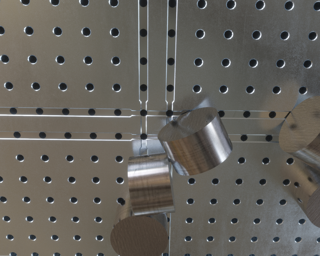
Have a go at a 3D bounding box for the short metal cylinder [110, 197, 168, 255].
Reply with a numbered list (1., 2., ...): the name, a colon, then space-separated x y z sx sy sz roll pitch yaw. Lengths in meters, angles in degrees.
1. short metal cylinder: -0.029 0.147 0.454 0.081 0.050 0.079 0 110 0

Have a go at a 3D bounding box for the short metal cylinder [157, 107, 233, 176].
1. short metal cylinder: 0.044 0.015 0.390 0.080 0.080 0.050 -25 108 9

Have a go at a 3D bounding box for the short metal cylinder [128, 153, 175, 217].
1. short metal cylinder: -0.010 0.074 0.411 0.050 0.080 0.079 -8 110 3

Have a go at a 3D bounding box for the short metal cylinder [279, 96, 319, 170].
1. short metal cylinder: 0.198 0.007 0.388 0.050 0.080 0.080 29 108 -10

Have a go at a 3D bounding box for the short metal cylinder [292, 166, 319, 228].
1. short metal cylinder: 0.236 0.095 0.437 0.081 0.050 0.079 0 110 0
